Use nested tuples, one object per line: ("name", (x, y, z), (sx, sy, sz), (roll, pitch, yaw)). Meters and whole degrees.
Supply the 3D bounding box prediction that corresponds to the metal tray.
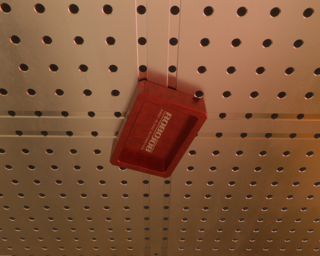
("metal tray", (-0.006, 0.007, 0.414), (0.091, 0.030, 0.129), (16, 129, -14))
